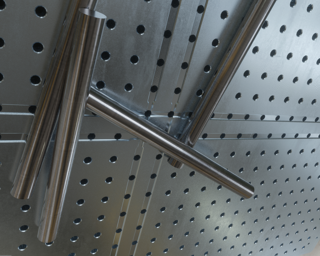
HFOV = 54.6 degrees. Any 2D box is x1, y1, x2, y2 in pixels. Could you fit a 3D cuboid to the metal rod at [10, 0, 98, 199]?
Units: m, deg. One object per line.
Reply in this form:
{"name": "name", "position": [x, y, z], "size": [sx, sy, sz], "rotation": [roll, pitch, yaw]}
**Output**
{"name": "metal rod", "position": [-0.105, -0.052, 0.321], "size": [0.025, 0.025, 0.298], "rotation": [12, 112, -33]}

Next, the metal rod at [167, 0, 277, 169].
{"name": "metal rod", "position": [0.087, -0.075, 0.411], "size": [0.025, 0.025, 0.298], "rotation": [15, 110, -34]}

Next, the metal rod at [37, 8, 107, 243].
{"name": "metal rod", "position": [-0.106, 0.021, 0.347], "size": [0.025, 0.025, 0.298], "rotation": [3, 123, -30]}

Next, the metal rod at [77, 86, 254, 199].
{"name": "metal rod", "position": [0.026, 0.031, 0.414], "size": [0.301, 0.025, 0.025], "rotation": [32, 101, -29]}
